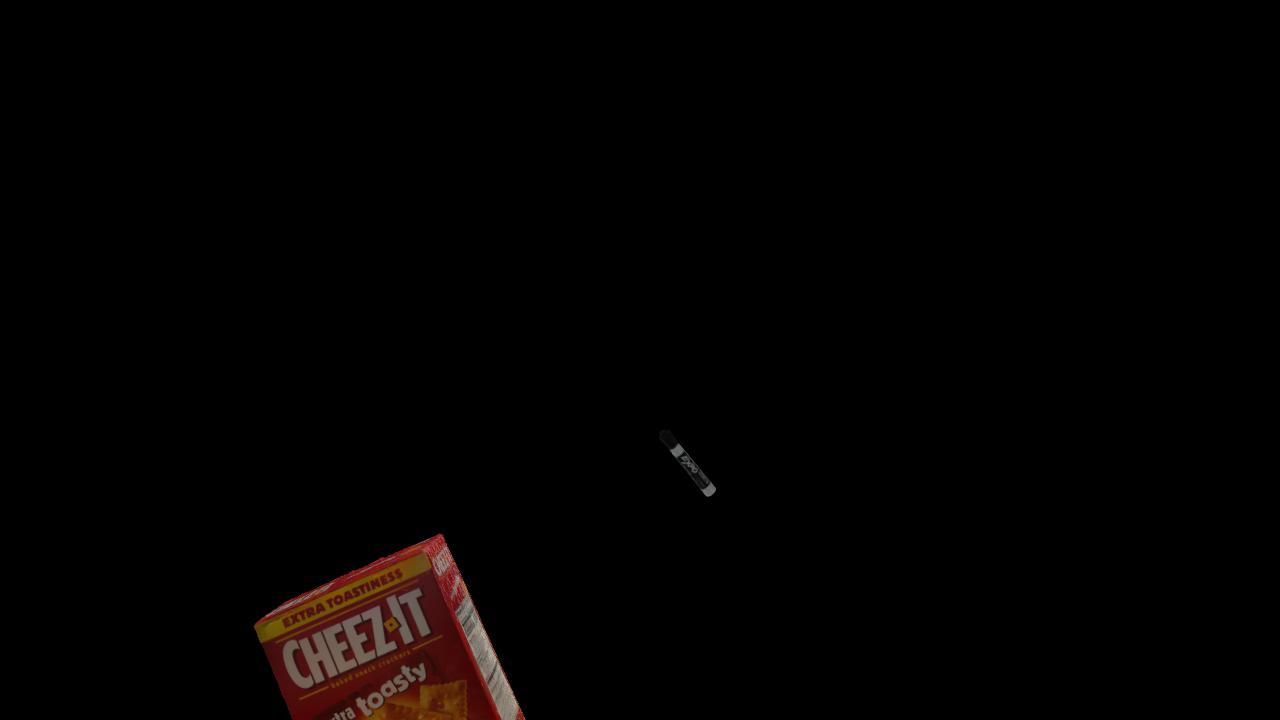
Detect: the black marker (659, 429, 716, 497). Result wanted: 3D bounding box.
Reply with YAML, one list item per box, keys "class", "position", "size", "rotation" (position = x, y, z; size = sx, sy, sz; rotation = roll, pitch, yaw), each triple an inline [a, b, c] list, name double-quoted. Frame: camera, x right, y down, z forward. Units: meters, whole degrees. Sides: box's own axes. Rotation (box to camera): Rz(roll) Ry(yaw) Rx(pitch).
- class: "black marker"
  position: [0.067, 0.145, 0.873]
  size: [0.020, 0.121, 0.020]
  rotation: [-35, 15, 11]

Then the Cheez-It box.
- class: "Cheez-It box"
  position: [-0.222, 0.299, 0.568]
  size: [0.166, 0.223, 0.071]
  rotation: [-23, -1, -4]
